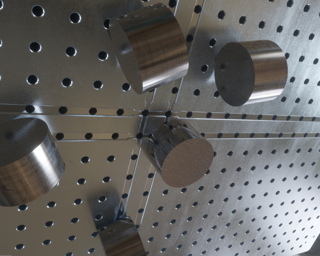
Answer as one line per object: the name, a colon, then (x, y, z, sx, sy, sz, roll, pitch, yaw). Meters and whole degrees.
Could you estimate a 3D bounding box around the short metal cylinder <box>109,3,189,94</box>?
short metal cylinder: (-0.013, -0.081, 0.320, 0.050, 0.080, 0.080, -24, 128, -14)

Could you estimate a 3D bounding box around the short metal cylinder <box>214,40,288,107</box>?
short metal cylinder: (0.114, -0.070, 0.396, 0.050, 0.080, 0.079, -11, 123, -23)

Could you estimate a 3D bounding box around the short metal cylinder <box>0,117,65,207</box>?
short metal cylinder: (-0.145, 0.033, 0.317, 0.081, 0.080, 0.050, -23, 127, -15)

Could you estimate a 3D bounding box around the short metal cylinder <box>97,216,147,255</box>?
short metal cylinder: (-0.056, 0.177, 0.456, 0.050, 0.080, 0.079, -18, 126, -18)

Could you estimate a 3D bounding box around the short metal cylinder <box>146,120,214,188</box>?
short metal cylinder: (0.028, 0.036, 0.434, 0.081, 0.050, 0.079, -14, 125, -21)
